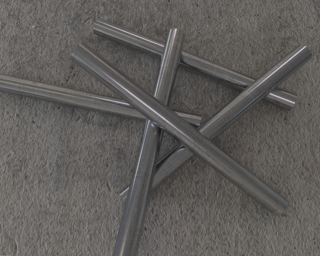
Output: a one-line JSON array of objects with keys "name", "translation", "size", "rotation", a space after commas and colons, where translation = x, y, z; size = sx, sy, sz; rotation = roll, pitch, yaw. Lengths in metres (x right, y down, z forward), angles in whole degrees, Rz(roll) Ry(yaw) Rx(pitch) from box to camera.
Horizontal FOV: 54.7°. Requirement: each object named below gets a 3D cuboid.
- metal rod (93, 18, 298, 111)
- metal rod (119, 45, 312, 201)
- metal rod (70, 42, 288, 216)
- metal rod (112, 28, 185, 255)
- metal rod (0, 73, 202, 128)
[{"name": "metal rod", "translation": [0.044, -0.093, 0.442], "size": [0.301, 0.025, 0.025], "rotation": [23, 72, 8]}, {"name": "metal rod", "translation": [0.075, -0.006, 0.393], "size": [0.301, 0.025, 0.025], "rotation": [-39, 75, -6]}, {"name": "metal rod", "translation": [0.027, 0.005, 0.360], "size": [0.301, 0.025, 0.025], "rotation": [37, 74, -6]}, {"name": "metal rod", "translation": [-0.009, 0.008, 0.375], "size": [0.025, 0.025, 0.299], "rotation": [11, 69, 4]}, {"name": "metal rod", "translation": [-0.095, -0.036, 0.420], "size": [0.302, 0.025, 0.025], "rotation": [12, 71, 4]}]
